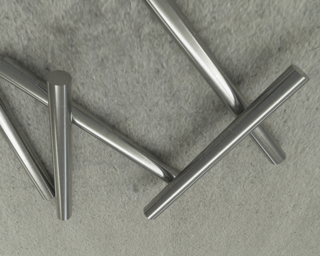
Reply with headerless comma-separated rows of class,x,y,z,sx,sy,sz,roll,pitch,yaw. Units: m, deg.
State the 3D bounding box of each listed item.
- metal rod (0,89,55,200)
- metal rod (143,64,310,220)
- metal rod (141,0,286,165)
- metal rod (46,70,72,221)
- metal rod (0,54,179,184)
metal rod,-0.197,-0.007,0.397,0.025,0.025,0.298,-6,130,5
metal rod,0.066,0.037,0.405,0.025,0.025,0.298,26,125,-21
metal rod,0.077,-0.048,0.367,0.025,0.025,0.300,-31,124,23
metal rod,-0.134,0.048,0.424,0.025,0.025,0.298,9,136,-8
metal rod,-0.070,0.008,0.413,0.301,0.025,0.025,37,121,-28
